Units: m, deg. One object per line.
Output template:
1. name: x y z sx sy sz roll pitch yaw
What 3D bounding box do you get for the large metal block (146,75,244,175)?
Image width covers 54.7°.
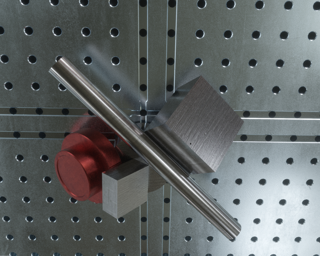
1. large metal block: 0.042 -0.002 0.373 0.080 0.050 0.080 44 61 -15

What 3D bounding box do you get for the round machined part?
1. round machined part: -0.095 0.052 0.391 0.098 0.042 0.097 18 120 34

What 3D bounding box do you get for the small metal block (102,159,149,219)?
1. small metal block: -0.040 0.070 0.366 0.025 0.050 0.050 19 116 36

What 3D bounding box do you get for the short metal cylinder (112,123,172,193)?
1. short metal cylinder: -0.024 0.039 0.410 0.081 0.050 0.079 0 110 0

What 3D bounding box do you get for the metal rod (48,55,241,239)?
1. metal rod: -0.006 0.033 0.368 0.025 0.025 0.300 -42 105 14
